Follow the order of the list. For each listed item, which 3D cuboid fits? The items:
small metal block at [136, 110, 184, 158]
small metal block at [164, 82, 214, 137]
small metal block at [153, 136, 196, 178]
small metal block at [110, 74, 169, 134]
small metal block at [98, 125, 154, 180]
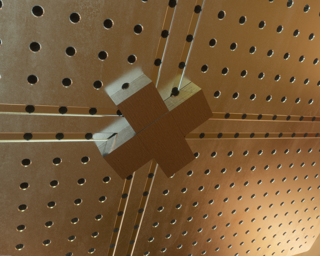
[{"bbox_3d":[-0.003,0.004,0.412,0.050,0.025,0.050,-36,129,-5],"label":"small metal block"},{"bbox_3d":[0.038,-0.025,0.417,0.050,0.025,0.050,-36,129,-5],"label":"small metal block"},{"bbox_3d":[0.017,0.036,0.444,0.050,0.025,0.050,-35,129,-5],"label":"small metal block"},{"bbox_3d":[-0.024,-0.029,0.381,0.050,0.025,0.050,-35,129,-5],"label":"small metal block"},{"bbox_3d":[-0.045,0.033,0.408,0.050,0.025,0.050,-36,129,-5],"label":"small metal block"}]
